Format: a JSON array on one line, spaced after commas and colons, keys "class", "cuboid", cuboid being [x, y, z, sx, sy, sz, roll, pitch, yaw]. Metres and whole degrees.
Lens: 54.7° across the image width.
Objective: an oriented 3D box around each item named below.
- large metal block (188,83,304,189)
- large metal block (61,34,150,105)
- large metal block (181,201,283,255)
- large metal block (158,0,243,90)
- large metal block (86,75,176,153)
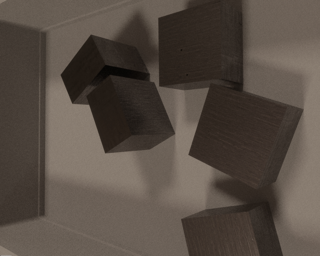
[{"class": "large metal block", "cuboid": [0.086, 0.005, 0.318, 0.080, 0.050, 0.079, 25, 106, 37]}, {"class": "large metal block", "cuboid": [-0.076, -0.075, 0.431, 0.080, 0.081, 0.050, -40, 66, 32]}, {"class": "large metal block", "cuboid": [0.077, 0.127, 0.326, 0.080, 0.050, 0.080, -20, 78, 38]}, {"class": "large metal block", "cuboid": [0.046, -0.088, 0.352, 0.080, 0.050, 0.079, -1, 89, 39]}, {"class": "large metal block", "cuboid": [-0.037, -0.016, 0.399, 0.050, 0.081, 0.080, -33, 70, 35]}]
